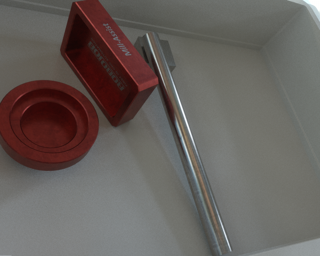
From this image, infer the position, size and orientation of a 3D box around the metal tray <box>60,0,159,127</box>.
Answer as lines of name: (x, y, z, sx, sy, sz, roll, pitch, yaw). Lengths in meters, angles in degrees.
metal tray: (-0.067, -0.076, 0.375, 0.030, 0.090, 0.130, -29, 78, -38)

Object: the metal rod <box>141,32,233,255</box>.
metal rod: (0.029, 0.008, 0.400, 0.025, 0.025, 0.299, -7, 71, -32)

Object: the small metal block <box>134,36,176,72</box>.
small metal block: (-0.009, -0.108, 0.468, 0.050, 0.025, 0.050, -1, 62, -29)

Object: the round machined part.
round machined part: (-0.119, 0.000, 0.331, 0.099, 0.042, 0.098, 14, 56, -21)
